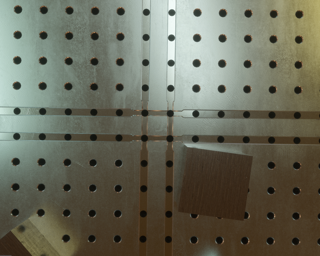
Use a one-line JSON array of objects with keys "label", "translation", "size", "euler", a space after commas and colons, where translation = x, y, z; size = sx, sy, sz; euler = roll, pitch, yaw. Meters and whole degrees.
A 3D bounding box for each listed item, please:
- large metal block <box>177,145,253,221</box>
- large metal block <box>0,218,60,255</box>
[{"label": "large metal block", "translation": [0.068, 0.068, 0.401], "size": [0.080, 0.050, 0.080], "euler": [8, 90, 0]}, {"label": "large metal block", "translation": [-0.185, 0.180, 0.400], "size": [0.080, 0.050, 0.080], "euler": [-40, 90, 0]}]
